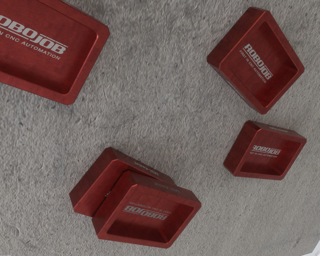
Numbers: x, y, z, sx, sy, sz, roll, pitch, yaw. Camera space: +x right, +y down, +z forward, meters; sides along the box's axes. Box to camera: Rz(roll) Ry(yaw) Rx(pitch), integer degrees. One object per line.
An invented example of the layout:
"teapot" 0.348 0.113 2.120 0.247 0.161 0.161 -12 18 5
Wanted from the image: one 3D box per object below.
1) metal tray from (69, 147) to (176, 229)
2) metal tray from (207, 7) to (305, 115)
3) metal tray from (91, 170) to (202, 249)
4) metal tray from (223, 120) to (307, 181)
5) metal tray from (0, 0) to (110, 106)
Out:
"metal tray" -0.046 0.091 0.434 0.130 0.030 0.090 33 100 -38
"metal tray" 0.134 -0.086 0.423 0.090 0.030 0.130 -50 129 7
"metal tray" -0.015 0.117 0.427 0.131 0.030 0.090 25 104 -37
"metal tray" 0.180 0.042 0.527 0.131 0.030 0.089 10 113 -33
"metal tray" -0.124 -0.084 0.283 0.131 0.030 0.090 21 107 -36
